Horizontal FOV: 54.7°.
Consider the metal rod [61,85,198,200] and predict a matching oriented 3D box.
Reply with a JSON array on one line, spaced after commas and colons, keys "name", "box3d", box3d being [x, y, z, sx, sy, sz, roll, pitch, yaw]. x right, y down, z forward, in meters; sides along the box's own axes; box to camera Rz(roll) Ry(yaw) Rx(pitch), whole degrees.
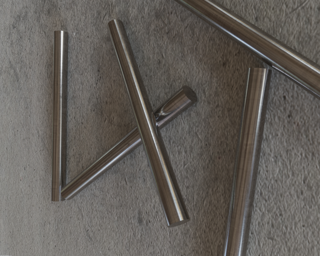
[{"name": "metal rod", "box3d": [-0.062, 0.036, 0.456, 0.299, 0.025, 0.025, -38, 67, 33]}]

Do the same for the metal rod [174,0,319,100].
[{"name": "metal rod", "box3d": [0.102, -0.088, 0.320, 0.300, 0.025, 0.025, 46, 118, 30]}]

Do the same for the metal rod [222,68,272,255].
[{"name": "metal rod", "box3d": [0.086, 0.087, 0.333, 0.025, 0.025, 0.298, 11, 97, 39]}]

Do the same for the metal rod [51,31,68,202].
[{"name": "metal rod", "box3d": [-0.179, -0.020, 0.552, 0.025, 0.025, 0.298, 2, 91, 40]}]

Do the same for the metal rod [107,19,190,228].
[{"name": "metal rod", "box3d": [-0.023, -0.026, 0.393, 0.025, 0.025, 0.299, -38, 57, 33]}]
